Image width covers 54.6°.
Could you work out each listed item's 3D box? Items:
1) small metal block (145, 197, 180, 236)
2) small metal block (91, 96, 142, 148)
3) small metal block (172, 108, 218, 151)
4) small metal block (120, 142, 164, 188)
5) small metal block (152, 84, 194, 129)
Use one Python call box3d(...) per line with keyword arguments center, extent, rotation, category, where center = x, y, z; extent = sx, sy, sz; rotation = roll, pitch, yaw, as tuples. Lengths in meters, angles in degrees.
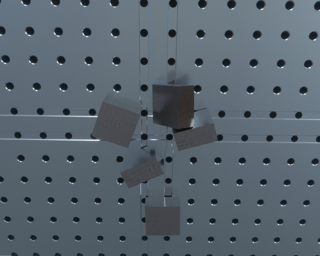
box3d(center=(0.004, 0.131, 0.462), extent=(0.050, 0.025, 0.050), rotation=(-1, 110, 0), category="small metal block")
box3d(center=(-0.057, -0.008, 0.410), extent=(0.050, 0.025, 0.050), rotation=(19, 109, -7), category="small metal block")
box3d(center=(0.043, 0.001, 0.400), extent=(0.050, 0.050, 0.025), rotation=(-15, 114, 5), category="small metal block")
box3d(center=(-0.023, 0.049, 0.418), extent=(0.050, 0.050, 0.025), rotation=(-23, 109, 8), category="small metal block")
box3d(center=(0.016, -0.028, 0.384), extent=(0.025, 0.050, 0.050), rotation=(-10, 105, -36), category="small metal block")
